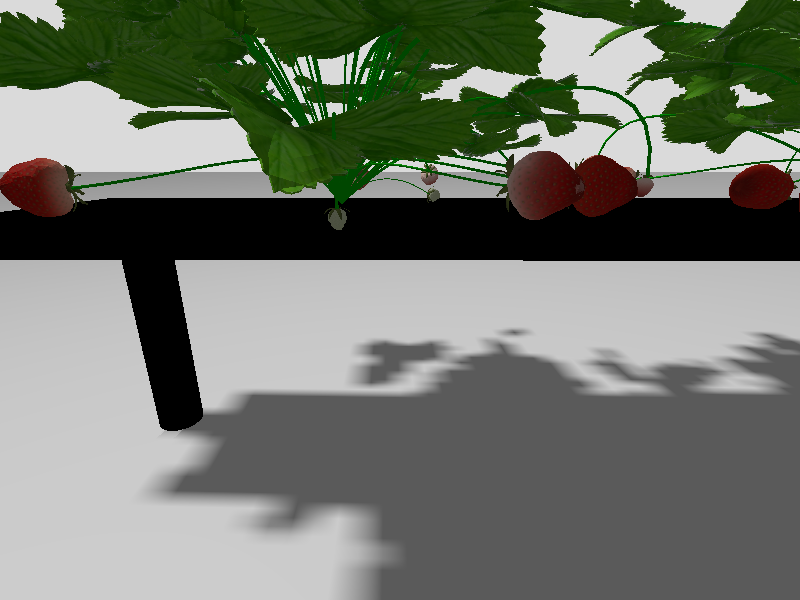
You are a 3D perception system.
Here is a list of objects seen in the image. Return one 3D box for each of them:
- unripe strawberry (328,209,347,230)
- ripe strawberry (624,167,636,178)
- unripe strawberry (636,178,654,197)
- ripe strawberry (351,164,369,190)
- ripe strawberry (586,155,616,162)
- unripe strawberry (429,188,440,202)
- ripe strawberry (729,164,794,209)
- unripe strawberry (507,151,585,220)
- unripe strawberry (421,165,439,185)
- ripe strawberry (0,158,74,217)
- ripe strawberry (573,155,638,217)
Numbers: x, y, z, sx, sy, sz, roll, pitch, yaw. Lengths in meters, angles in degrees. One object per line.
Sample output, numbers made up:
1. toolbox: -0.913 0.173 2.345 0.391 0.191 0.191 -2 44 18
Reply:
1. unripe strawberry: -0.029 -0.037 0.184 0.009 0.010 0.010 -2 19 -7
2. ripe strawberry: 0.251 -0.138 0.458 0.031 0.027 0.031 15 24 38
3. unripe strawberry: 0.196 -0.090 0.322 0.015 0.015 0.014 1 19 3
4. ripe strawberry: -0.051 -0.150 0.484 0.029 0.033 0.032 0 19 -1
5. ripe strawberry: 0.177 -0.108 0.355 0.037 0.039 0.034 -1 19 -5
6. unripe strawberry: 0.030 -0.091 0.349 0.011 0.011 0.010 6 18 -9
7. ripe strawberry: 0.256 -0.081 0.287 0.036 0.031 0.036 -7 20 -18
8. unripe strawberry: 0.084 -0.065 0.229 0.039 0.039 0.043 16 25 37
9. unripe strawberry: 0.044 -0.179 0.578 0.025 0.028 0.027 7 -19 19
10. ripe strawberry: -0.226 -0.070 0.250 0.034 0.036 0.031 -10 22 -26
11. ripe strawberry: 0.133 -0.074 0.262 0.040 0.039 0.037 9 21 22
